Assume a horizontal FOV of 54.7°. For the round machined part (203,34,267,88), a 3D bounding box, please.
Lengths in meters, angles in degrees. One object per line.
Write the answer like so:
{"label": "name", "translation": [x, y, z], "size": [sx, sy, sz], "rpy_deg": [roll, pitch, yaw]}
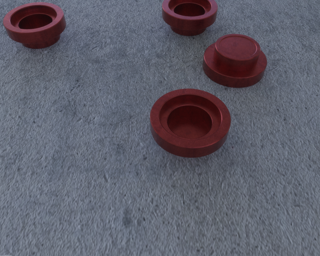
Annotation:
{"label": "round machined part", "translation": [0.119, -0.111, 0.486], "size": [0.099, 0.042, 0.098], "rpy_deg": [0, 50, 0]}

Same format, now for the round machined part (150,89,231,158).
{"label": "round machined part", "translation": [0.037, -0.002, 0.394], "size": [0.099, 0.042, 0.098], "rpy_deg": [0, 50, 0]}

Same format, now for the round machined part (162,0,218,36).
{"label": "round machined part", "translation": [0.053, -0.204, 0.564], "size": [0.099, 0.042, 0.098], "rpy_deg": [0, 50, 0]}

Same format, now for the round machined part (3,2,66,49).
{"label": "round machined part", "translation": [-0.213, -0.174, 0.537], "size": [0.099, 0.042, 0.098], "rpy_deg": [0, 50, 0]}
